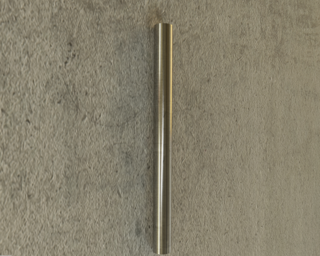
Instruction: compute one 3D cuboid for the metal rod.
[{"bbox_3d":[0.004,0.014,0.411,0.025,0.025,0.298,0,90,-40],"label":"metal rod"}]
